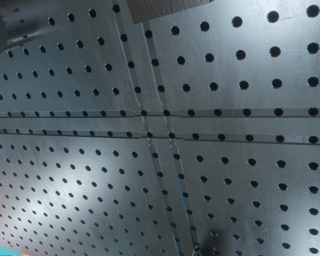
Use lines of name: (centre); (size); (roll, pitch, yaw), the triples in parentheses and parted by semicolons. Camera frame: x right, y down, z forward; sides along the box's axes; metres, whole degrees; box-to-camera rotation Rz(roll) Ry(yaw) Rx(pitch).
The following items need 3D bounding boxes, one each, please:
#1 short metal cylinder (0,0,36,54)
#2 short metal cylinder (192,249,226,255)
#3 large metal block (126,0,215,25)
short metal cylinder: (-0.218, -0.145, 0.421); (0.080, 0.050, 0.079); (13, 124, 21)
short metal cylinder: (0.081, 0.245, 0.504); (0.080, 0.050, 0.079); (13, 124, 21)
large metal block: (0.007, -0.154, 0.296); (0.080, 0.050, 0.080); (-5, 116, 30)
